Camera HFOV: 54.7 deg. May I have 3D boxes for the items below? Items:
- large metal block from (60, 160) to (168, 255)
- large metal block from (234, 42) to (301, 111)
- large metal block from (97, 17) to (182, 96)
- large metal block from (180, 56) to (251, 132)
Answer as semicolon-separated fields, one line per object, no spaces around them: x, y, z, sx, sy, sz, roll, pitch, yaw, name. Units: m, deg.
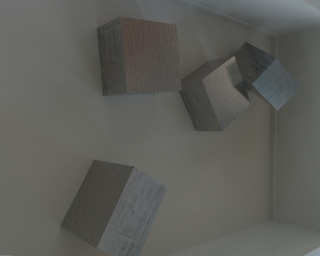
-0.049;0.084;0.329;0.050;0.080;0.080;37;67;-34;large metal block
0.163;-0.084;0.498;0.080;0.080;0.050;33;104;-35;large metal block
-0.024;-0.081;0.370;0.081;0.050;0.079;-8;95;-40;large metal block
0.081;-0.050;0.458;0.080;0.050;0.080;-38;114;-33;large metal block
